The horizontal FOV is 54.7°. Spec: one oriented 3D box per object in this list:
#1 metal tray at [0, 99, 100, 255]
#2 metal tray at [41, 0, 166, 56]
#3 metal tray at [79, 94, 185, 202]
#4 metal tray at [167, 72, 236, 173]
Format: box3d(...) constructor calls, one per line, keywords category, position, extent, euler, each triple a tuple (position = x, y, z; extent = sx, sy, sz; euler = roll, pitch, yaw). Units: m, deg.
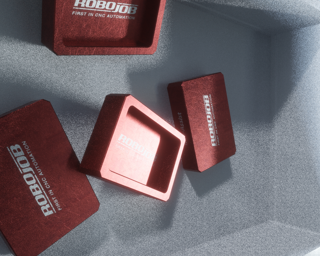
box3d(category="metal tray", position=(-0.125, 0.048, 0.299), extent=(0.091, 0.030, 0.129), euler=(-33, 111, -35))
box3d(category="metal tray", position=(-0.055, -0.126, 0.331), extent=(0.131, 0.030, 0.089), euler=(-12, 126, -39))
box3d(category="metal tray", position=(-0.023, 0.027, 0.361), extent=(0.130, 0.030, 0.090), euler=(36, 66, -50))
box3d(category="metal tray", position=(0.065, -0.011, 0.457), extent=(0.091, 0.030, 0.129), euler=(-20, 103, -38))
